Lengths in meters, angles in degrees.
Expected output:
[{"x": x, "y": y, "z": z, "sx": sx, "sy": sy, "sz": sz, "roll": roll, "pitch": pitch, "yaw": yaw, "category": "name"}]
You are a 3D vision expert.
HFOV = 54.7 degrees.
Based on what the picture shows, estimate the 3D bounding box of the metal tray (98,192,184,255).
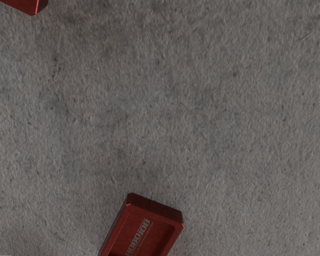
[{"x": -0.032, "y": 0.170, "z": 0.469, "sx": 0.090, "sy": 0.030, "sz": 0.129, "roll": 23, "pitch": 108, "yaw": -9, "category": "metal tray"}]

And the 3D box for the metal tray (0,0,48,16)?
[{"x": -0.151, "y": -0.192, "z": 0.308, "sx": 0.090, "sy": 0.030, "sz": 0.129, "roll": 24, "pitch": 131, "yaw": -9, "category": "metal tray"}]
